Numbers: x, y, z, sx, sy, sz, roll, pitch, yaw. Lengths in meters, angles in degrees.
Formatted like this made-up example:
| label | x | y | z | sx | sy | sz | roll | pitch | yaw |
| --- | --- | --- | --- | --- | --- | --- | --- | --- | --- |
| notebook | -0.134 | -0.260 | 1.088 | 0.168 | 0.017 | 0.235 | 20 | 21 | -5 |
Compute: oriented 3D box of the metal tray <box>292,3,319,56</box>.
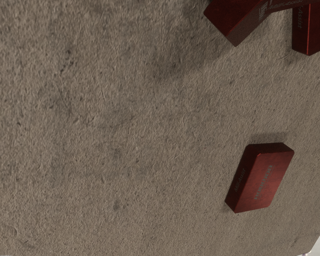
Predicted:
| label | x | y | z | sx | sy | sz | roll | pitch | yaw |
| --- | --- | --- | --- | --- | --- | --- | --- | --- | --- |
| metal tray | 0.227 | -0.175 | 0.422 | 0.091 | 0.030 | 0.129 | -27 | 128 | -12 |

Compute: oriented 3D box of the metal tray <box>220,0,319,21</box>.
| label | x | y | z | sx | sy | sz | roll | pitch | yaw |
| --- | --- | --- | --- | --- | --- | --- | --- | --- | --- |
| metal tray | 0.116 | -0.171 | 0.328 | 0.131 | 0.030 | 0.090 | -19 | 83 | -18 |

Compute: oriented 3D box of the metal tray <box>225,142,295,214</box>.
| label | x | y | z | sx | sy | sz | roll | pitch | yaw |
| --- | --- | --- | --- | --- | --- | --- | --- | --- | --- |
| metal tray | 0.179 | 0.090 | 0.560 | 0.091 | 0.030 | 0.129 | -1 | 119 | -28 |

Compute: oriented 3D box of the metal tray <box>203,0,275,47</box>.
| label | x | y | z | sx | sy | sz | roll | pitch | yaw |
| --- | --- | --- | --- | --- | --- | --- | --- | --- | --- |
| metal tray | 0.096 | -0.130 | 0.313 | 0.090 | 0.030 | 0.130 | -44 | 175 | 19 |
